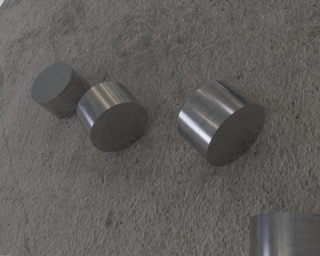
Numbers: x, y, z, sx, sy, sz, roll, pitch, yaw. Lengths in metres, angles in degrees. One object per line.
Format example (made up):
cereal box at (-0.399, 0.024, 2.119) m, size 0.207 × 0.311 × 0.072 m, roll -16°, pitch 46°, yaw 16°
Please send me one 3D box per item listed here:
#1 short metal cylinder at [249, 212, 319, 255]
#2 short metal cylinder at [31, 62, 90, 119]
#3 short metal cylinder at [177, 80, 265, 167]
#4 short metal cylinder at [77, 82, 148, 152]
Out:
short metal cylinder at (0.113, 0.102, 0.247) m, size 0.080 × 0.080 × 0.050 m, roll -5°, pitch 60°, yaw 26°
short metal cylinder at (-0.163, -0.062, 0.512) m, size 0.080 × 0.050 × 0.080 m, roll -13°, pitch 56°, yaw 21°
short metal cylinder at (0.066, -0.005, 0.337) m, size 0.080 × 0.080 × 0.050 m, roll -43°, pitch 51°, yaw -2°
short metal cylinder at (-0.063, -0.014, 0.410) m, size 0.080 × 0.080 × 0.050 m, roll -40°, pitch 51°, yaw 1°
